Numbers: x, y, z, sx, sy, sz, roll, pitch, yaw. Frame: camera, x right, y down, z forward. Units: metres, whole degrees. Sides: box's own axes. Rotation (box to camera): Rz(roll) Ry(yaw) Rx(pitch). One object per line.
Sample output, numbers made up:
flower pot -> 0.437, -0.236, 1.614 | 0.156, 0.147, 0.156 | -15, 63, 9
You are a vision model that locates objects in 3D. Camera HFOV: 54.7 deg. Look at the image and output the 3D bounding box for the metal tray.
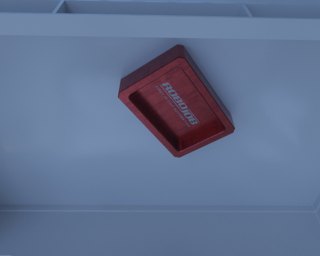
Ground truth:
metal tray -> 0.023, -0.026, 0.383 | 0.090, 0.030, 0.130 | -28, 125, 21
